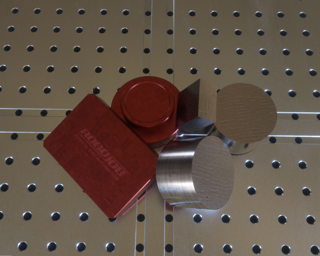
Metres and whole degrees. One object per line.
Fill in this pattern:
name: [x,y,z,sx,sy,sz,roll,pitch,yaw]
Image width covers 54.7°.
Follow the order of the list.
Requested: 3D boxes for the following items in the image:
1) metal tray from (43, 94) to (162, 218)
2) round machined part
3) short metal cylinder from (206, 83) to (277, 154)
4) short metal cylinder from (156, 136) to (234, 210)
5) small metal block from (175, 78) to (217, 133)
metal tray: [-0.068,0.032,0.381,0.130,0.030,0.090,44,91,13]
round machined part: [-0.016,-0.026,0.408,0.099,0.042,0.098,0,70,0]
short metal cylinder: [0.102,-0.011,0.400,0.081,0.050,0.080,0,70,0]
short metal cylinder: [0.042,0.051,0.354,0.050,0.080,0.080,-9,63,43]
small metal block: [0.045,-0.026,0.385,0.025,0.050,0.050,16,67,-24]
